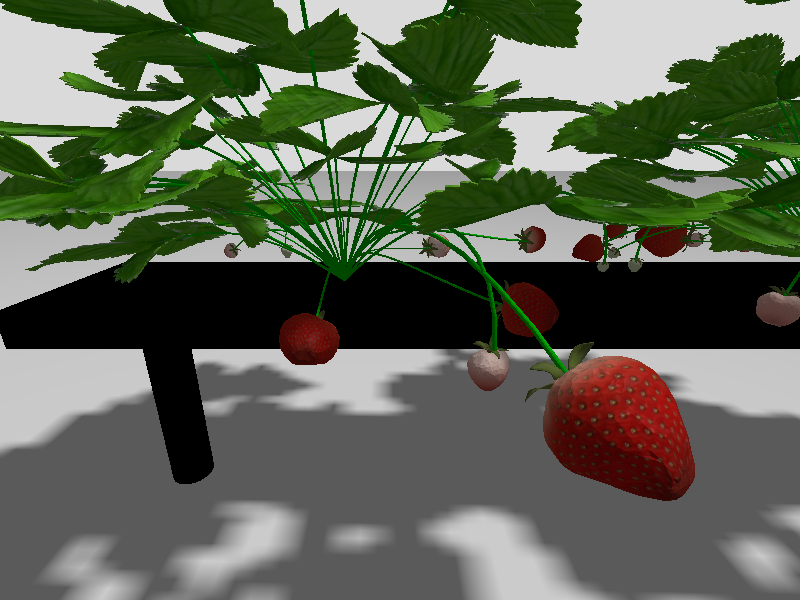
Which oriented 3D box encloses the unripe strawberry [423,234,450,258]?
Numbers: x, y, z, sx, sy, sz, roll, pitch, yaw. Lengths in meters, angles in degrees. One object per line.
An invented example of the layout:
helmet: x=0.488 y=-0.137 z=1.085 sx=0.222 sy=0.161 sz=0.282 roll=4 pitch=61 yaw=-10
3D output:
unripe strawberry: x=0.042 y=-0.061 z=0.442 sx=0.031 sy=0.026 sz=0.031 roll=-17 pitch=26 yaw=-40

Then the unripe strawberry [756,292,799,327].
unripe strawberry: x=0.251 y=0.007 z=0.266 sx=0.021 sy=0.022 sz=0.024 roll=27 pitch=0 yaw=-39

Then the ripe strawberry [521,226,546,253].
ripe strawberry: x=0.156 y=-0.070 z=0.464 sx=0.030 sy=0.031 sz=0.027 roll=-10 pitch=22 yaw=-27

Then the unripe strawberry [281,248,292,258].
unripe strawberry: x=-0.123 y=-0.052 z=0.437 sx=0.012 sy=0.013 sz=0.013 roll=-17 pitch=26 yaw=-40

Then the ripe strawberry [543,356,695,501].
ripe strawberry: x=0.073 y=0.044 z=0.134 sx=0.042 sy=0.044 sz=0.046 roll=-10 pitch=37 yaw=-26

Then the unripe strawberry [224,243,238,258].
unripe strawberry: x=-0.186 y=-0.054 z=0.441 sx=0.016 sy=0.016 sz=0.015 roll=-12 pitch=10 yaw=35

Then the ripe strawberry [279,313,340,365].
ripe strawberry: x=-0.048 y=0.022 z=0.210 sx=0.032 sy=0.027 sz=0.032 roll=0 pitch=20 yaw=-1

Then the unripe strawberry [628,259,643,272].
unripe strawberry: x=0.203 y=-0.029 z=0.346 sx=0.011 sy=0.011 sz=0.011 roll=-1 pitch=20 yaw=-4

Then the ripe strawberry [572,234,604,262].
ripe strawberry: x=0.200 y=-0.054 z=0.427 sx=0.032 sy=0.031 sz=0.029 roll=-16 pitch=12 yaw=24

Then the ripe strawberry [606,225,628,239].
ripe strawberry: x=0.292 y=-0.095 z=0.543 sx=0.027 sy=0.023 sz=0.027 roll=-11 pitch=22 yaw=-27

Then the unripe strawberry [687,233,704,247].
unripe strawberry: x=0.363 y=-0.074 z=0.494 sx=0.020 sy=0.017 sz=0.020 roll=-5 pitch=-7 yaw=-14

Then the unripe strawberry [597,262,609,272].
unripe strawberry: x=0.191 y=-0.031 z=0.376 sx=0.010 sy=0.010 sz=0.009 roll=-1 pitch=20 yaw=-3

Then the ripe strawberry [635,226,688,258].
ripe strawberry: x=0.294 y=-0.072 z=0.453 sx=0.048 sy=0.047 sz=0.045 roll=17 pitch=26 yaw=41

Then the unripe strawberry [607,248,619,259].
unripe strawberry: x=0.234 y=-0.051 z=0.440 sx=0.011 sy=0.012 sz=0.010 roll=-43 pitch=-5 yaw=32

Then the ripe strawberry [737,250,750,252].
ripe strawberry: x=0.404 y=-0.074 z=0.470 sx=0.037 sy=0.033 sz=0.033 roll=1 pitch=19 yaw=2

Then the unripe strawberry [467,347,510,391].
unripe strawberry: x=0.043 y=0.034 z=0.193 sx=0.022 sy=0.022 sz=0.019 roll=-10 pitch=22 yaw=-26

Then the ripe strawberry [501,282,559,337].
ripe strawberry: x=0.078 y=0.007 z=0.243 sx=0.033 sy=0.034 sz=0.030 roll=18 pitch=27 yaw=40
